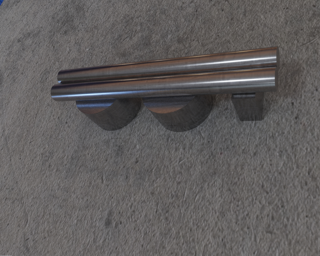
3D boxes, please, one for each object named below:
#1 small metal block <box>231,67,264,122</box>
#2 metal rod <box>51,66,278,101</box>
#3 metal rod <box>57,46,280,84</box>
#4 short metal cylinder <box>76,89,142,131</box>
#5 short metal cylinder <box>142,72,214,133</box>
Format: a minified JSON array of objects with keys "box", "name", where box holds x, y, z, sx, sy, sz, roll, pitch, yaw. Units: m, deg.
[{"box":[0.104,-0.041,0.361,0.025,0.050,0.050,-1,61,27],"name":"small metal block"},{"box":[-0.016,-0.050,0.379,0.300,0.025,0.025,0,62,28],"name":"metal rod"},{"box":[-0.011,-0.073,0.390,0.300,0.025,0.025,0,62,28],"name":"metal rod"},{"box":[-0.074,-0.042,0.453,0.080,0.050,0.080,-13,56,21],"name":"short metal cylinder"},{"box":[0.023,-0.041,0.402,0.080,0.050,0.080,-13,56,21],"name":"short metal cylinder"}]
